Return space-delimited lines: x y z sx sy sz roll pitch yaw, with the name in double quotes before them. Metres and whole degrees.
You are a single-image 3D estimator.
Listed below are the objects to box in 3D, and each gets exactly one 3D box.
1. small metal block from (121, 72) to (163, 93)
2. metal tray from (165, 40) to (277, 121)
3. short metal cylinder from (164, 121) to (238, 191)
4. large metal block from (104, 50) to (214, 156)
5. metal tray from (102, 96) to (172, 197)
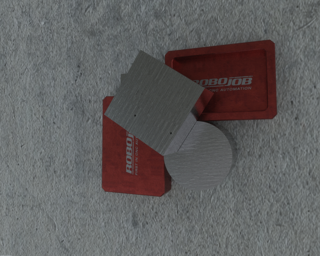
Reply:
"small metal block" -0.017 -0.055 0.403 0.050 0.050 0.025 1 91 20
"metal tray" 0.073 -0.054 0.381 0.130 0.030 0.089 -2 89 19
"short metal cylinder" 0.051 0.032 0.378 0.080 0.050 0.080 0 90 20
"large metal block" 0.000 -0.027 0.342 0.080 0.050 0.080 34 101 16
"metal tray" -0.031 0.022 0.419 0.090 0.030 0.129 1 90 20
